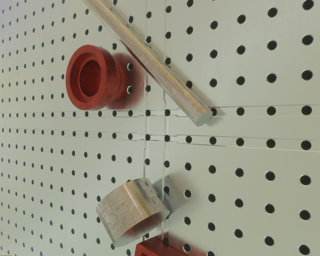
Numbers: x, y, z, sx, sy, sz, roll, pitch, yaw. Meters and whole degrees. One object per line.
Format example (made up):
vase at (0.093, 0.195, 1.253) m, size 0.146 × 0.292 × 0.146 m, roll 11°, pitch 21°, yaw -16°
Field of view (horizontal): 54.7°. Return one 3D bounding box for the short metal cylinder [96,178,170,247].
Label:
short metal cylinder at (-0.035, 0.109, 0.400) m, size 0.080 × 0.081 × 0.050 m, roll -50°, pitch 61°, yaw 28°

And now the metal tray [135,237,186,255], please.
metal tray at (0.002, 0.223, 0.402) m, size 0.090 × 0.030 × 0.129 m, roll 16°, pitch 100°, yaw 38°

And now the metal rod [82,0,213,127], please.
metal rod at (-0.033, -0.113, 0.433) m, size 0.300 × 0.025 × 0.025 m, roll 50°, pitch 119°, yaw 28°

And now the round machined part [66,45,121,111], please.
round machined part at (-0.099, -0.075, 0.477) m, size 0.098 × 0.042 × 0.097 m, roll 0°, pitch 90°, yaw 39°
